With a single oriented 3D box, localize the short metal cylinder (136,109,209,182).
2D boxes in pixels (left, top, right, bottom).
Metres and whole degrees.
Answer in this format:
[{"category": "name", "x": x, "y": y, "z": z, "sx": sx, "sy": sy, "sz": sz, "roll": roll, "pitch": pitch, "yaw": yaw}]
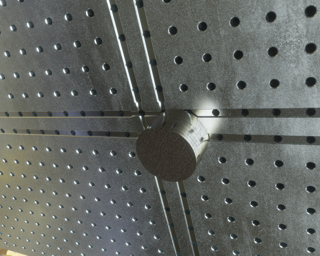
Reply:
[{"category": "short metal cylinder", "x": 0.017, "y": 0.022, "z": 0.399, "sx": 0.080, "sy": 0.050, "sz": 0.079, "roll": 13, "pitch": 124, "yaw": 20}]
